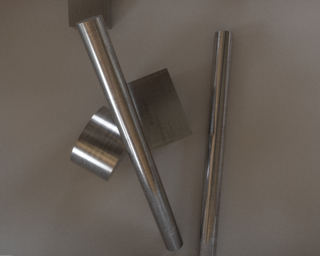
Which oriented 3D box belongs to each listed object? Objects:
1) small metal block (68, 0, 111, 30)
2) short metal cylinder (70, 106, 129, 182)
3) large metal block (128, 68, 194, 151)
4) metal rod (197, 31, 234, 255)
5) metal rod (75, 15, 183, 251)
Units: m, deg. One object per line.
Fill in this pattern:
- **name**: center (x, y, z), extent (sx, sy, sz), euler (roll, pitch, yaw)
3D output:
- **small metal block**: center (-0.092, -0.157, 0.406), extent (0.050, 0.025, 0.050), euler (1, 101, -1)
- **short metal cylinder**: center (-0.066, 0.019, 0.383), extent (0.050, 0.080, 0.080), euler (30, 90, 0)
- **large metal block**: center (-0.001, -0.021, 0.384), extent (0.050, 0.080, 0.080), euler (-22, 90, 0)
- **metal rod**: center (0.074, 0.023, 0.412), extent (0.025, 0.025, 0.298), euler (5, 90, -1)
- **metal rod**: center (-0.022, 0.029, 0.345), extent (0.025, 0.025, 0.298), euler (-18, 117, 0)
